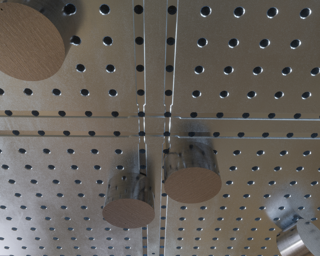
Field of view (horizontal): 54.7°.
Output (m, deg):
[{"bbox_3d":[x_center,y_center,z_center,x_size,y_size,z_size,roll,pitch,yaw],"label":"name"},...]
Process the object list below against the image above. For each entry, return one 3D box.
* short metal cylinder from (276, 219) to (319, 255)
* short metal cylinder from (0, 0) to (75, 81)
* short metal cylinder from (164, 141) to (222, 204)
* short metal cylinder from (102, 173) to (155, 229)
[{"bbox_3d":[0.261,0.214,0.562,0.080,0.080,0.050,24,126,-20],"label":"short metal cylinder"},{"bbox_3d":[-0.131,-0.095,0.313,0.081,0.050,0.079,0,130,0],"label":"short metal cylinder"},{"bbox_3d":[0.046,0.066,0.452,0.081,0.050,0.079,0,130,0],"label":"short metal cylinder"},{"bbox_3d":[-0.048,0.116,0.494,0.081,0.050,0.079,0,130,0],"label":"short metal cylinder"}]
